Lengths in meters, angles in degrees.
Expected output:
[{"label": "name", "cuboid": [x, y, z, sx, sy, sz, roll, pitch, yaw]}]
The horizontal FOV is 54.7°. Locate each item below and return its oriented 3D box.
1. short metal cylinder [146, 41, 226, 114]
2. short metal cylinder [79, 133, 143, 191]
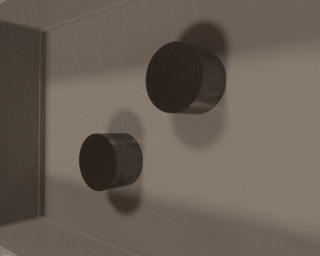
[{"label": "short metal cylinder", "cuboid": [0.030, -0.056, 0.364, 0.080, 0.050, 0.079, 0, 90, 39]}, {"label": "short metal cylinder", "cuboid": [-0.071, 0.047, 0.447, 0.080, 0.050, 0.079, 0, 90, 39]}]
